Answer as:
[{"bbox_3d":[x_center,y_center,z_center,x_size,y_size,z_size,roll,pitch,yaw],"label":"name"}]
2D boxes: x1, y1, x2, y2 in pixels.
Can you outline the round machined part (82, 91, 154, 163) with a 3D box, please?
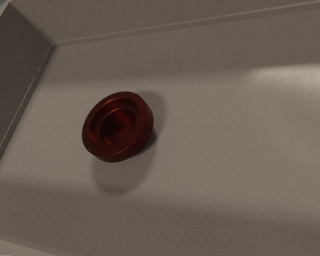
[{"bbox_3d":[-0.052,0.002,0.419,0.098,0.042,0.098,-13,56,20],"label":"round machined part"}]
